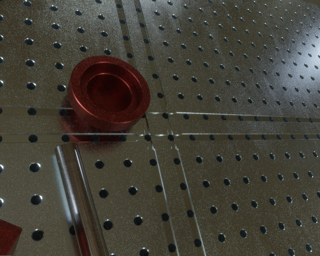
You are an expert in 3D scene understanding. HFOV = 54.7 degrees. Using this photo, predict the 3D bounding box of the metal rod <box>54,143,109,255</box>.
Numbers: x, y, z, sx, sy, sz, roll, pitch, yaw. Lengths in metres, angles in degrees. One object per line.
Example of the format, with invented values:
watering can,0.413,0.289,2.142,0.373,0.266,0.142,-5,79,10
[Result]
metal rod,-0.051,0.152,0.287,0.025,0.025,0.299,-8,66,-32

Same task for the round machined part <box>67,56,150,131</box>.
round machined part,-0.065,-0.039,0.386,0.099,0.042,0.098,14,56,-21

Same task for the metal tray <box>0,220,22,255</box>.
metal tray,-0.145,0.131,0.208,0.030,0.090,0.130,28,52,-11
